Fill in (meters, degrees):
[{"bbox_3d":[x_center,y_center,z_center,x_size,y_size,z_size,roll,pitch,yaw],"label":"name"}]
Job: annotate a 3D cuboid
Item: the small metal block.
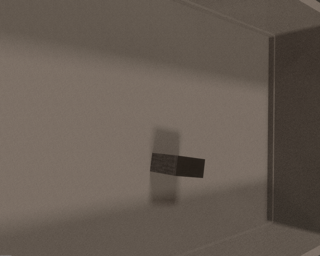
[{"bbox_3d":[0.023,0.050,0.412,0.050,0.050,0.025,12,83,-40],"label":"small metal block"}]
